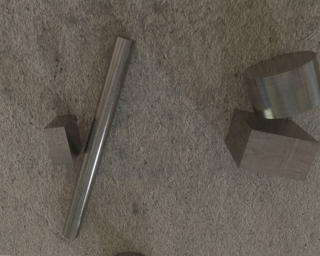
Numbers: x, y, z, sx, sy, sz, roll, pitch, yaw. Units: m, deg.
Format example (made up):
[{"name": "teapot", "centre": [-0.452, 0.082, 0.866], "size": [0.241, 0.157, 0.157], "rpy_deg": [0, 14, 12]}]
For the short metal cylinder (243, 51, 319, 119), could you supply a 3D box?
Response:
[{"name": "short metal cylinder", "centre": [0.144, -0.051, 0.363], "size": [0.080, 0.080, 0.050], "rpy_deg": [-20, 109, 7]}]

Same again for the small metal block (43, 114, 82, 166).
[{"name": "small metal block", "centre": [-0.123, 0.014, 0.401], "size": [0.025, 0.050, 0.050], "rpy_deg": [-6, 110, 2]}]

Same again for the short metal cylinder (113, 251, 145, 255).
[{"name": "short metal cylinder", "centre": [-0.049, 0.244, 0.486], "size": [0.081, 0.050, 0.079], "rpy_deg": [0, 110, 0]}]

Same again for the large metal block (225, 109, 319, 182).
[{"name": "large metal block", "centre": [0.135, 0.018, 0.389], "size": [0.081, 0.080, 0.050], "rpy_deg": [11, 110, -4]}]

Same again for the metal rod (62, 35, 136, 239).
[{"name": "metal rod", "centre": [-0.087, 0.026, 0.418], "size": [0.025, 0.025, 0.298], "rpy_deg": [17, 109, -7]}]
